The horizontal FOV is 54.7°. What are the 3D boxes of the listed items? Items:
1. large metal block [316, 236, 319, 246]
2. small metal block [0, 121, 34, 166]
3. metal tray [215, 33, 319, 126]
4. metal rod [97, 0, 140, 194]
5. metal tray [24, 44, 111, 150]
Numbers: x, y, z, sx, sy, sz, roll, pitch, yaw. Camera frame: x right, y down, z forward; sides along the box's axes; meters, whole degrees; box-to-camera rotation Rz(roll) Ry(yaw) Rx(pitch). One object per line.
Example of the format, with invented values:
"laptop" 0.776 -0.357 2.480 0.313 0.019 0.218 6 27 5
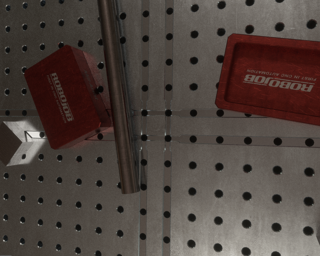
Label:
"large metal block" 0.224 0.148 0.321 0.080 0.050 0.080 -24 82 18
"small metal block" -0.238 0.025 0.495 0.050 0.025 0.050 42 103 15
"metal tray" 0.138 -0.056 0.361 0.130 0.030 0.089 12 94 19
"metal rod" -0.060 -0.060 0.432 0.025 0.025 0.298 -9 87 19
"metal tray" -0.138 -0.044 0.457 0.090 0.030 0.129 -25 82 17
